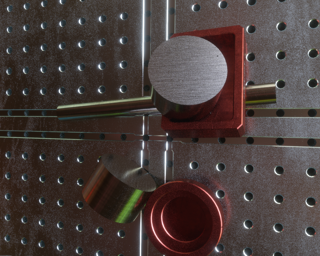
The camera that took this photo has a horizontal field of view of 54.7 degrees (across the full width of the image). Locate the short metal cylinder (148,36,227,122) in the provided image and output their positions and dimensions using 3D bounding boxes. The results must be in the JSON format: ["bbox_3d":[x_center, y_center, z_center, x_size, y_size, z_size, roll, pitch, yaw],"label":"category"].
[{"bbox_3d":[0.028,-0.052,0.338,0.080,0.050,0.080,0,71,1],"label":"short metal cylinder"}]

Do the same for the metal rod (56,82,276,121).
[{"bbox_3d":[-0.005,-0.032,0.414,0.301,0.025,0.025,-4,89,19],"label":"metal rod"}]

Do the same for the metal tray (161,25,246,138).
[{"bbox_3d":[0.054,-0.054,0.368,0.090,0.030,0.130,-1,70,20],"label":"metal tray"}]

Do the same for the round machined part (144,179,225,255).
[{"bbox_3d":[0.032,0.113,0.392,0.098,0.042,0.097,0,90,20],"label":"round machined part"}]

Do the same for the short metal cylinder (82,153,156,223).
[{"bbox_3d":[-0.052,0.076,0.402,0.080,0.080,0.050,36,102,16],"label":"short metal cylinder"}]
